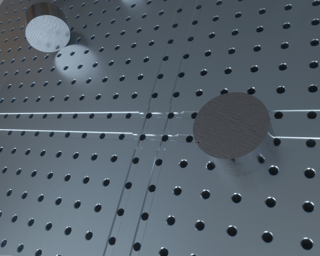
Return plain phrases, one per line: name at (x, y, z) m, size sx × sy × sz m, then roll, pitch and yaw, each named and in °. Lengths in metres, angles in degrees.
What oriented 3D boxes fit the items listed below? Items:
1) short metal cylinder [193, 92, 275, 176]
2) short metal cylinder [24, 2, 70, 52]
short metal cylinder at (0.083, 0.007, 0.344) m, size 0.080 × 0.050 × 0.080 m, roll -13°, pitch 56°, yaw 20°
short metal cylinder at (-0.221, -0.197, 0.607) m, size 0.080 × 0.080 × 0.050 m, roll -31°, pitch 52°, yaw 8°
